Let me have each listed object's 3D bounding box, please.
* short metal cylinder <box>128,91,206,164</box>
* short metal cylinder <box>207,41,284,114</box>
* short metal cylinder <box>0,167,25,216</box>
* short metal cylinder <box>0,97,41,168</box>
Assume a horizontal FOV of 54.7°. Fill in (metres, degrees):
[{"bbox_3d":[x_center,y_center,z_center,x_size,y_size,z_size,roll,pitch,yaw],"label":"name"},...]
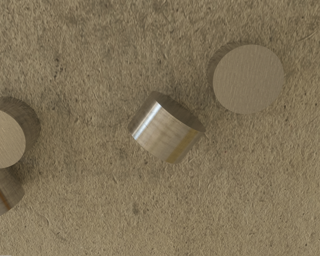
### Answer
[{"bbox_3d":[0.008,-0.002,0.380,0.080,0.080,0.050,33,107,-12],"label":"short metal cylinder"},{"bbox_3d":[0.100,-0.062,0.374,0.081,0.050,0.079,0,110,0],"label":"short metal cylinder"},{"bbox_3d":[-0.230,0.084,0.409,0.080,0.080,0.050,-18,109,6],"label":"short metal cylinder"},{"bbox_3d":[-0.203,0.005,0.396,0.081,0.050,0.079,0,110,0],"label":"short metal cylinder"}]
